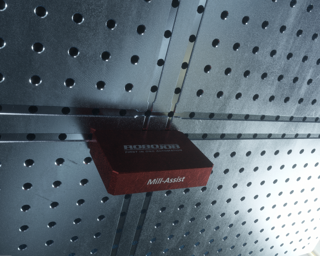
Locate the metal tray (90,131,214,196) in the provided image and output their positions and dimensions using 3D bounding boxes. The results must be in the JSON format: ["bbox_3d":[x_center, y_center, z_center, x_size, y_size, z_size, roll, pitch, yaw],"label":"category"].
[{"bbox_3d":[-0.011,0.038,0.385,0.131,0.090,0.030,0,118,-29],"label":"metal tray"}]
